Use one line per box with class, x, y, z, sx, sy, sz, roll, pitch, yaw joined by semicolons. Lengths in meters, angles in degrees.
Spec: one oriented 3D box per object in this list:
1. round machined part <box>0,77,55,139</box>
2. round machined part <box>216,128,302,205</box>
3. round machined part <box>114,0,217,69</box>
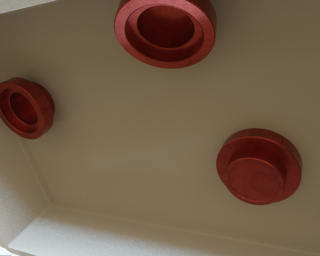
round machined part;-0.206;-0.034;0.485;0.098;0.042;0.097;13;124;21
round machined part;0.115;0.053;0.370;0.098;0.042;0.097;13;124;21
round machined part;0.007;-0.107;0.309;0.099;0.042;0.098;8;152;4
